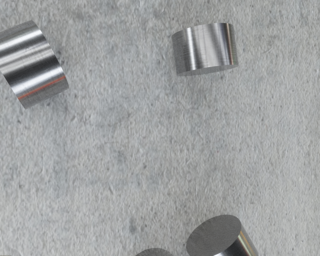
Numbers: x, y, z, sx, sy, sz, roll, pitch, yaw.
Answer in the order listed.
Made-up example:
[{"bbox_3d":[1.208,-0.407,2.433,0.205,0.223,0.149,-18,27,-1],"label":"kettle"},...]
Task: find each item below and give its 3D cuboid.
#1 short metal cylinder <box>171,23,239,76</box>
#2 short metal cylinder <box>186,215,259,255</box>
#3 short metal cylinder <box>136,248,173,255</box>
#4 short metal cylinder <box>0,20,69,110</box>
[{"bbox_3d":[0.058,-0.099,0.402,0.081,0.080,0.050,-9,94,-20],"label":"short metal cylinder"},{"bbox_3d":[0.082,0.162,0.412,0.080,0.080,0.050,-34,101,-17],"label":"short metal cylinder"},{"bbox_3d":[-0.003,0.203,0.396,0.081,0.050,0.079,0,90,-20],"label":"short metal cylinder"},{"bbox_3d":[-0.140,-0.066,0.328,0.050,0.080,0.080,-31,101,-18],"label":"short metal cylinder"}]
